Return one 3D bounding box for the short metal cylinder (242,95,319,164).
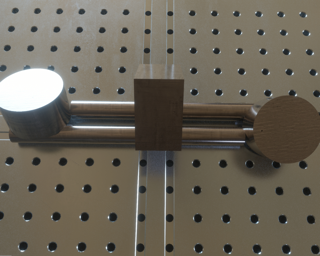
[{"bbox_3d":[0.149,0.001,0.385,0.081,0.050,0.079,0,92,0],"label":"short metal cylinder"}]

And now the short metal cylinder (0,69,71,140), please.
[{"bbox_3d":[-0.159,-0.031,0.393,0.081,0.050,0.080,0,47,0],"label":"short metal cylinder"}]

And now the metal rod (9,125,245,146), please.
[{"bbox_3d":[-0.042,0.009,0.407,0.302,0.025,0.025,1,70,0],"label":"metal rod"}]

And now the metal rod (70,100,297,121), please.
[{"bbox_3d":[0.033,-0.023,0.420,0.302,0.025,0.025,1,70,0],"label":"metal rod"}]

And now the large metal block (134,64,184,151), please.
[{"bbox_3d":[-0.001,-0.027,0.360,0.050,0.080,0.079,1,112,0],"label":"large metal block"}]
